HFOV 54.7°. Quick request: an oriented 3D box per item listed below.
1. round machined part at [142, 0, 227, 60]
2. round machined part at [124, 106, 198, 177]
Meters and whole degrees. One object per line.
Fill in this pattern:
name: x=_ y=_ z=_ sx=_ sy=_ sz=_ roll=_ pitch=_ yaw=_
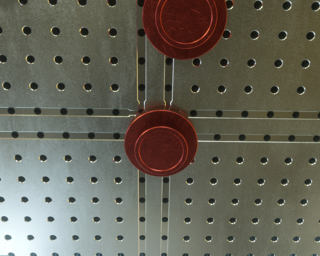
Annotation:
round machined part: x=0.029 y=-0.128 z=0.358 sx=0.099 sy=0.042 sz=0.097 roll=0 pitch=110 yaw=-1
round machined part: x=0.002 y=0.023 z=0.413 sx=0.099 sy=0.042 sz=0.097 roll=0 pitch=110 yaw=-1
